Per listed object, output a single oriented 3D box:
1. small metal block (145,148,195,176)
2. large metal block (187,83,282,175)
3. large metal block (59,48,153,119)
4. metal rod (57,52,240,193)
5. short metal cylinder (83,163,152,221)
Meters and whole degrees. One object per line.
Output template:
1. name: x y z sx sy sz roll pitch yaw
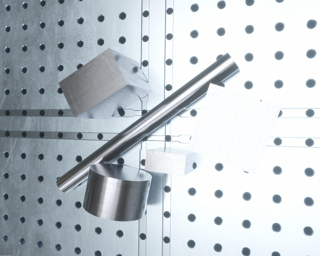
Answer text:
1. small metal block: 0.014 0.042 0.394 0.050 0.050 0.025 6 92 19
2. large metal block: 0.088 0.000 0.365 0.080 0.050 0.080 20 97 18
3. large metal block: -0.068 -0.053 0.407 0.080 0.080 0.050 -30 81 17
4. metal rod: -0.027 0.001 0.420 0.300 0.025 0.025 -36 79 16
5. short metal cylinder: -0.055 0.081 0.401 0.080 0.080 0.050 12 94 19
